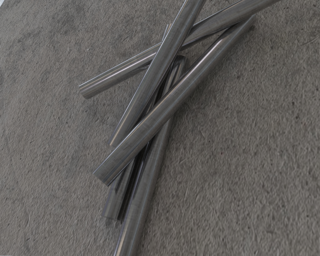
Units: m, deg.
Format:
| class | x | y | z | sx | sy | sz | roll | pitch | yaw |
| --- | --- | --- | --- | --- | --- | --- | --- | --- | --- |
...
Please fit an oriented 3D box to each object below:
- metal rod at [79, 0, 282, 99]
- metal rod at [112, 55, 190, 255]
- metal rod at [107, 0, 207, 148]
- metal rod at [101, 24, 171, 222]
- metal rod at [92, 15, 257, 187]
| class | x | y | z | sx | sy | sz | roll | pitch | yaw |
| --- | --- | --- | --- | --- | --- | --- | --- | --- | --- |
| metal rod | 0.018 | -0.114 | 0.430 | 0.300 | 0.025 | 0.025 | -24 | 53 | 15 |
| metal rod | -0.008 | 0.035 | 0.386 | 0.025 | 0.025 | 0.300 | 2 | 63 | 29 |
| metal rod | 0.015 | -0.107 | 0.399 | 0.025 | 0.025 | 0.299 | 24 | 84 | 36 |
| metal rod | -0.019 | -0.024 | 0.428 | 0.025 | 0.025 | 0.300 | 3 | 63 | 29 |
| metal rod | 0.028 | -0.048 | 0.394 | 0.025 | 0.025 | 0.301 | 29 | 70 | 37 |
